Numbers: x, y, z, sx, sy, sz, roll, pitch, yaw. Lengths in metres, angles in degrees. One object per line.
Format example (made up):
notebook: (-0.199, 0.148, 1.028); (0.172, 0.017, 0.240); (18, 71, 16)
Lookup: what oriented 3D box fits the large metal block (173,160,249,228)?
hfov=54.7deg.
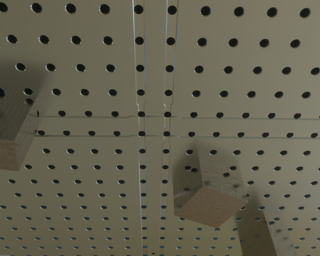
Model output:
large metal block: (0.077, 0.106, 0.487); (0.080, 0.050, 0.080); (22, 127, -18)

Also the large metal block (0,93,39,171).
large metal block: (-0.201, 0.001, 0.374); (0.081, 0.080, 0.050); (8, 130, -7)

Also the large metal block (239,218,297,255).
large metal block: (0.200, 0.229, 0.574); (0.050, 0.080, 0.080); (22, 127, -18)
